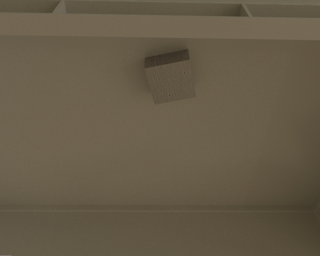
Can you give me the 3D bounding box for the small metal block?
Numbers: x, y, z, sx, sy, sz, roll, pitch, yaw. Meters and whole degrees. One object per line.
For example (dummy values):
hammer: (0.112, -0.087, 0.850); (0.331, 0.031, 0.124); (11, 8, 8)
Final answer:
small metal block: (0.013, -0.059, 0.359); (0.050, 0.025, 0.050); (-10, 130, 7)
